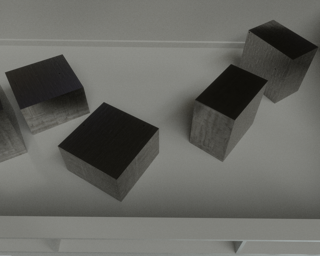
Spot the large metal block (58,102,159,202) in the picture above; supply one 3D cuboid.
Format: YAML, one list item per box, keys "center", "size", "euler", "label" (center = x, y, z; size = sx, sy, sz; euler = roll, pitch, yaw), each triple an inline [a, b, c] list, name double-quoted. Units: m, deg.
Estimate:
- center: [-0.057, 0.026, 0.366]
  size: [0.080, 0.050, 0.080]
  euler: [26, 54, 19]
  label: "large metal block"

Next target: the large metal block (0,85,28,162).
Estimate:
- center: [-0.209, -0.012, 0.377]
  size: [0.050, 0.080, 0.080]
  euler: [-22, 54, -18]
  label: "large metal block"

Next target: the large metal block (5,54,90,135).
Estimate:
- center: [-0.154, -0.048, 0.427]
  size: [0.081, 0.050, 0.080]
  euler: [-24, 54, -19]
  label: "large metal block"

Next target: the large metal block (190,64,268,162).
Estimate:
- center: [0.084, -0.019, 0.386]
  size: [0.050, 0.080, 0.080]
  euler: [31, 56, 23]
  label: "large metal block"

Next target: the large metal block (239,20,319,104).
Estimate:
- center: [0.167, -0.097, 0.453]
  size: [0.050, 0.080, 0.080]
  euler: [-27, 55, -21]
  label: "large metal block"
